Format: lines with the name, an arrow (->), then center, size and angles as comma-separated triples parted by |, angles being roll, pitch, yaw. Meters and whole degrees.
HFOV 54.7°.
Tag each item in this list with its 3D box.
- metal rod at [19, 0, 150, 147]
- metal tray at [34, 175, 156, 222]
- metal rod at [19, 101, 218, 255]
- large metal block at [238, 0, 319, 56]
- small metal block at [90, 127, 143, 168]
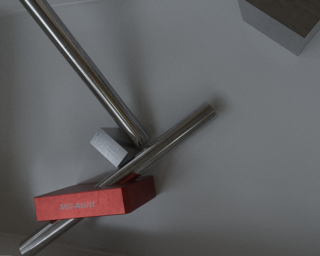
metal rod -> -0.109, -0.097, 0.376 | 0.025, 0.025, 0.299 | -31, 108, 17
metal tray -> -0.081, 0.090, 0.403 | 0.130, 0.090, 0.030 | -10, 87, 19
metal rod -> -0.055, 0.068, 0.394 | 0.300, 0.025, 0.025 | -37, 78, 4
large metal block -> 0.135, -0.129, 0.334 | 0.080, 0.080, 0.050 | 40, 103, 15
small metal block -> -0.057, 0.024, 0.416 | 0.050, 0.050, 0.025 | 40, 103, 15
